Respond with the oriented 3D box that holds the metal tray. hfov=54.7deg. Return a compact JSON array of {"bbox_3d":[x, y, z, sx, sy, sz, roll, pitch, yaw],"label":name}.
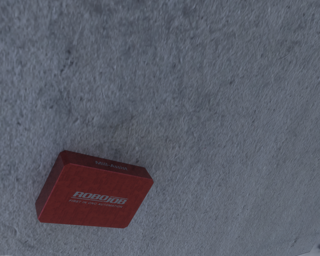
[{"bbox_3d":[-0.084,0.086,0.412,0.131,0.030,0.090,18,109,-36],"label":"metal tray"}]
